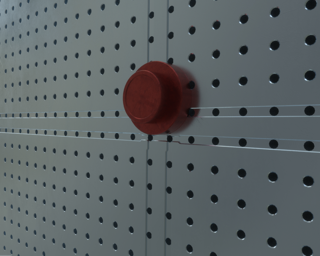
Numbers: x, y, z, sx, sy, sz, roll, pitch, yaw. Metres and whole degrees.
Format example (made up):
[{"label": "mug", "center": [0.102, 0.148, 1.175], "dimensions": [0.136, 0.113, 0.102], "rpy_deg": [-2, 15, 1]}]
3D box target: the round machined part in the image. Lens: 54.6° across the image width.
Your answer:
[{"label": "round machined part", "center": [-0.011, -0.039, 0.408], "dimensions": [0.098, 0.042, 0.097], "rpy_deg": [0, 90, 40]}]
